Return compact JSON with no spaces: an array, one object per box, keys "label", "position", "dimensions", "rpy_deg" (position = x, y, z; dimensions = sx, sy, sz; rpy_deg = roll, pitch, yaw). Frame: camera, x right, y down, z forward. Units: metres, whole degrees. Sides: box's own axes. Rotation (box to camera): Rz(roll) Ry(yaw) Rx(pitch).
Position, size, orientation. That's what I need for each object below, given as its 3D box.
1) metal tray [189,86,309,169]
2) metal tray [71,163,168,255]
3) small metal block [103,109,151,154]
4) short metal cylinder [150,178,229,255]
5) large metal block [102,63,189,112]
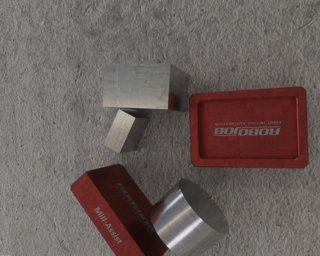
[{"label":"metal tray","position":[0.103,0.001,0.369],"dimensions":[0.130,0.030,0.089],"rpy_deg":[-2,89,19]},{"label":"metal tray","position":[-0.043,0.108,0.389],"dimensions":[0.030,0.090,0.130],"rpy_deg":[-42,77,15]},{"label":"small metal block","position":[-0.042,0.004,0.411],"dimensions":[0.025,0.050,0.050],"rpy_deg":[28,99,18]},{"label":"short metal cylinder","position":[0.035,0.107,0.367],"dimensions":[0.050,0.080,0.080],"rpy_deg":[-46,76,14]},{"label":"large metal block","position":[-0.014,-0.048,0.385],"dimensions":[0.080,0.080,0.050],"rpy_deg":[4,91,20]}]
